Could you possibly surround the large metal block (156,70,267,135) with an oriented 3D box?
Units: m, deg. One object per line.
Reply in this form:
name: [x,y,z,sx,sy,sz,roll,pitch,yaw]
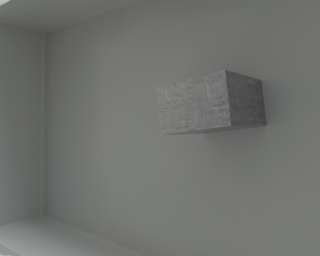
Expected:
large metal block: [0.055,-0.022,0.326,0.080,0.081,0.050,-9,85,40]
